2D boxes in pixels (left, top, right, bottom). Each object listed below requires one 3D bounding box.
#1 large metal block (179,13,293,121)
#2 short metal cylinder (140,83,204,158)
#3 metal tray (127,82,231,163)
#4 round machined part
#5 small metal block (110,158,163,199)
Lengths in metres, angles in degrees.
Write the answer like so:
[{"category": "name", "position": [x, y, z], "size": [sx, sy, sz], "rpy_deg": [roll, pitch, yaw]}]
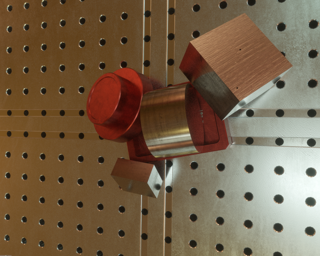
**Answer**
[{"category": "large metal block", "position": [0.082, -0.068, 0.345], "size": [0.080, 0.050, 0.080], "rpy_deg": [-32, 78, -20]}, {"category": "short metal cylinder", "position": [0.017, -0.008, 0.360], "size": [0.050, 0.080, 0.080], "rpy_deg": [-9, 87, 19]}, {"category": "metal tray", "position": [0.018, -0.007, 0.401], "size": [0.130, 0.030, 0.089], "rpy_deg": [-12, 86, 19]}, {"category": "round machined part", "position": [-0.058, -0.033, 0.400], "size": [0.098, 0.042, 0.098], "rpy_deg": [-16, 66, 39]}, {"category": "small metal block", "position": [-0.029, 0.066, 0.403], "size": [0.050, 0.050, 0.025], "rpy_deg": [8, 59, 20]}]
